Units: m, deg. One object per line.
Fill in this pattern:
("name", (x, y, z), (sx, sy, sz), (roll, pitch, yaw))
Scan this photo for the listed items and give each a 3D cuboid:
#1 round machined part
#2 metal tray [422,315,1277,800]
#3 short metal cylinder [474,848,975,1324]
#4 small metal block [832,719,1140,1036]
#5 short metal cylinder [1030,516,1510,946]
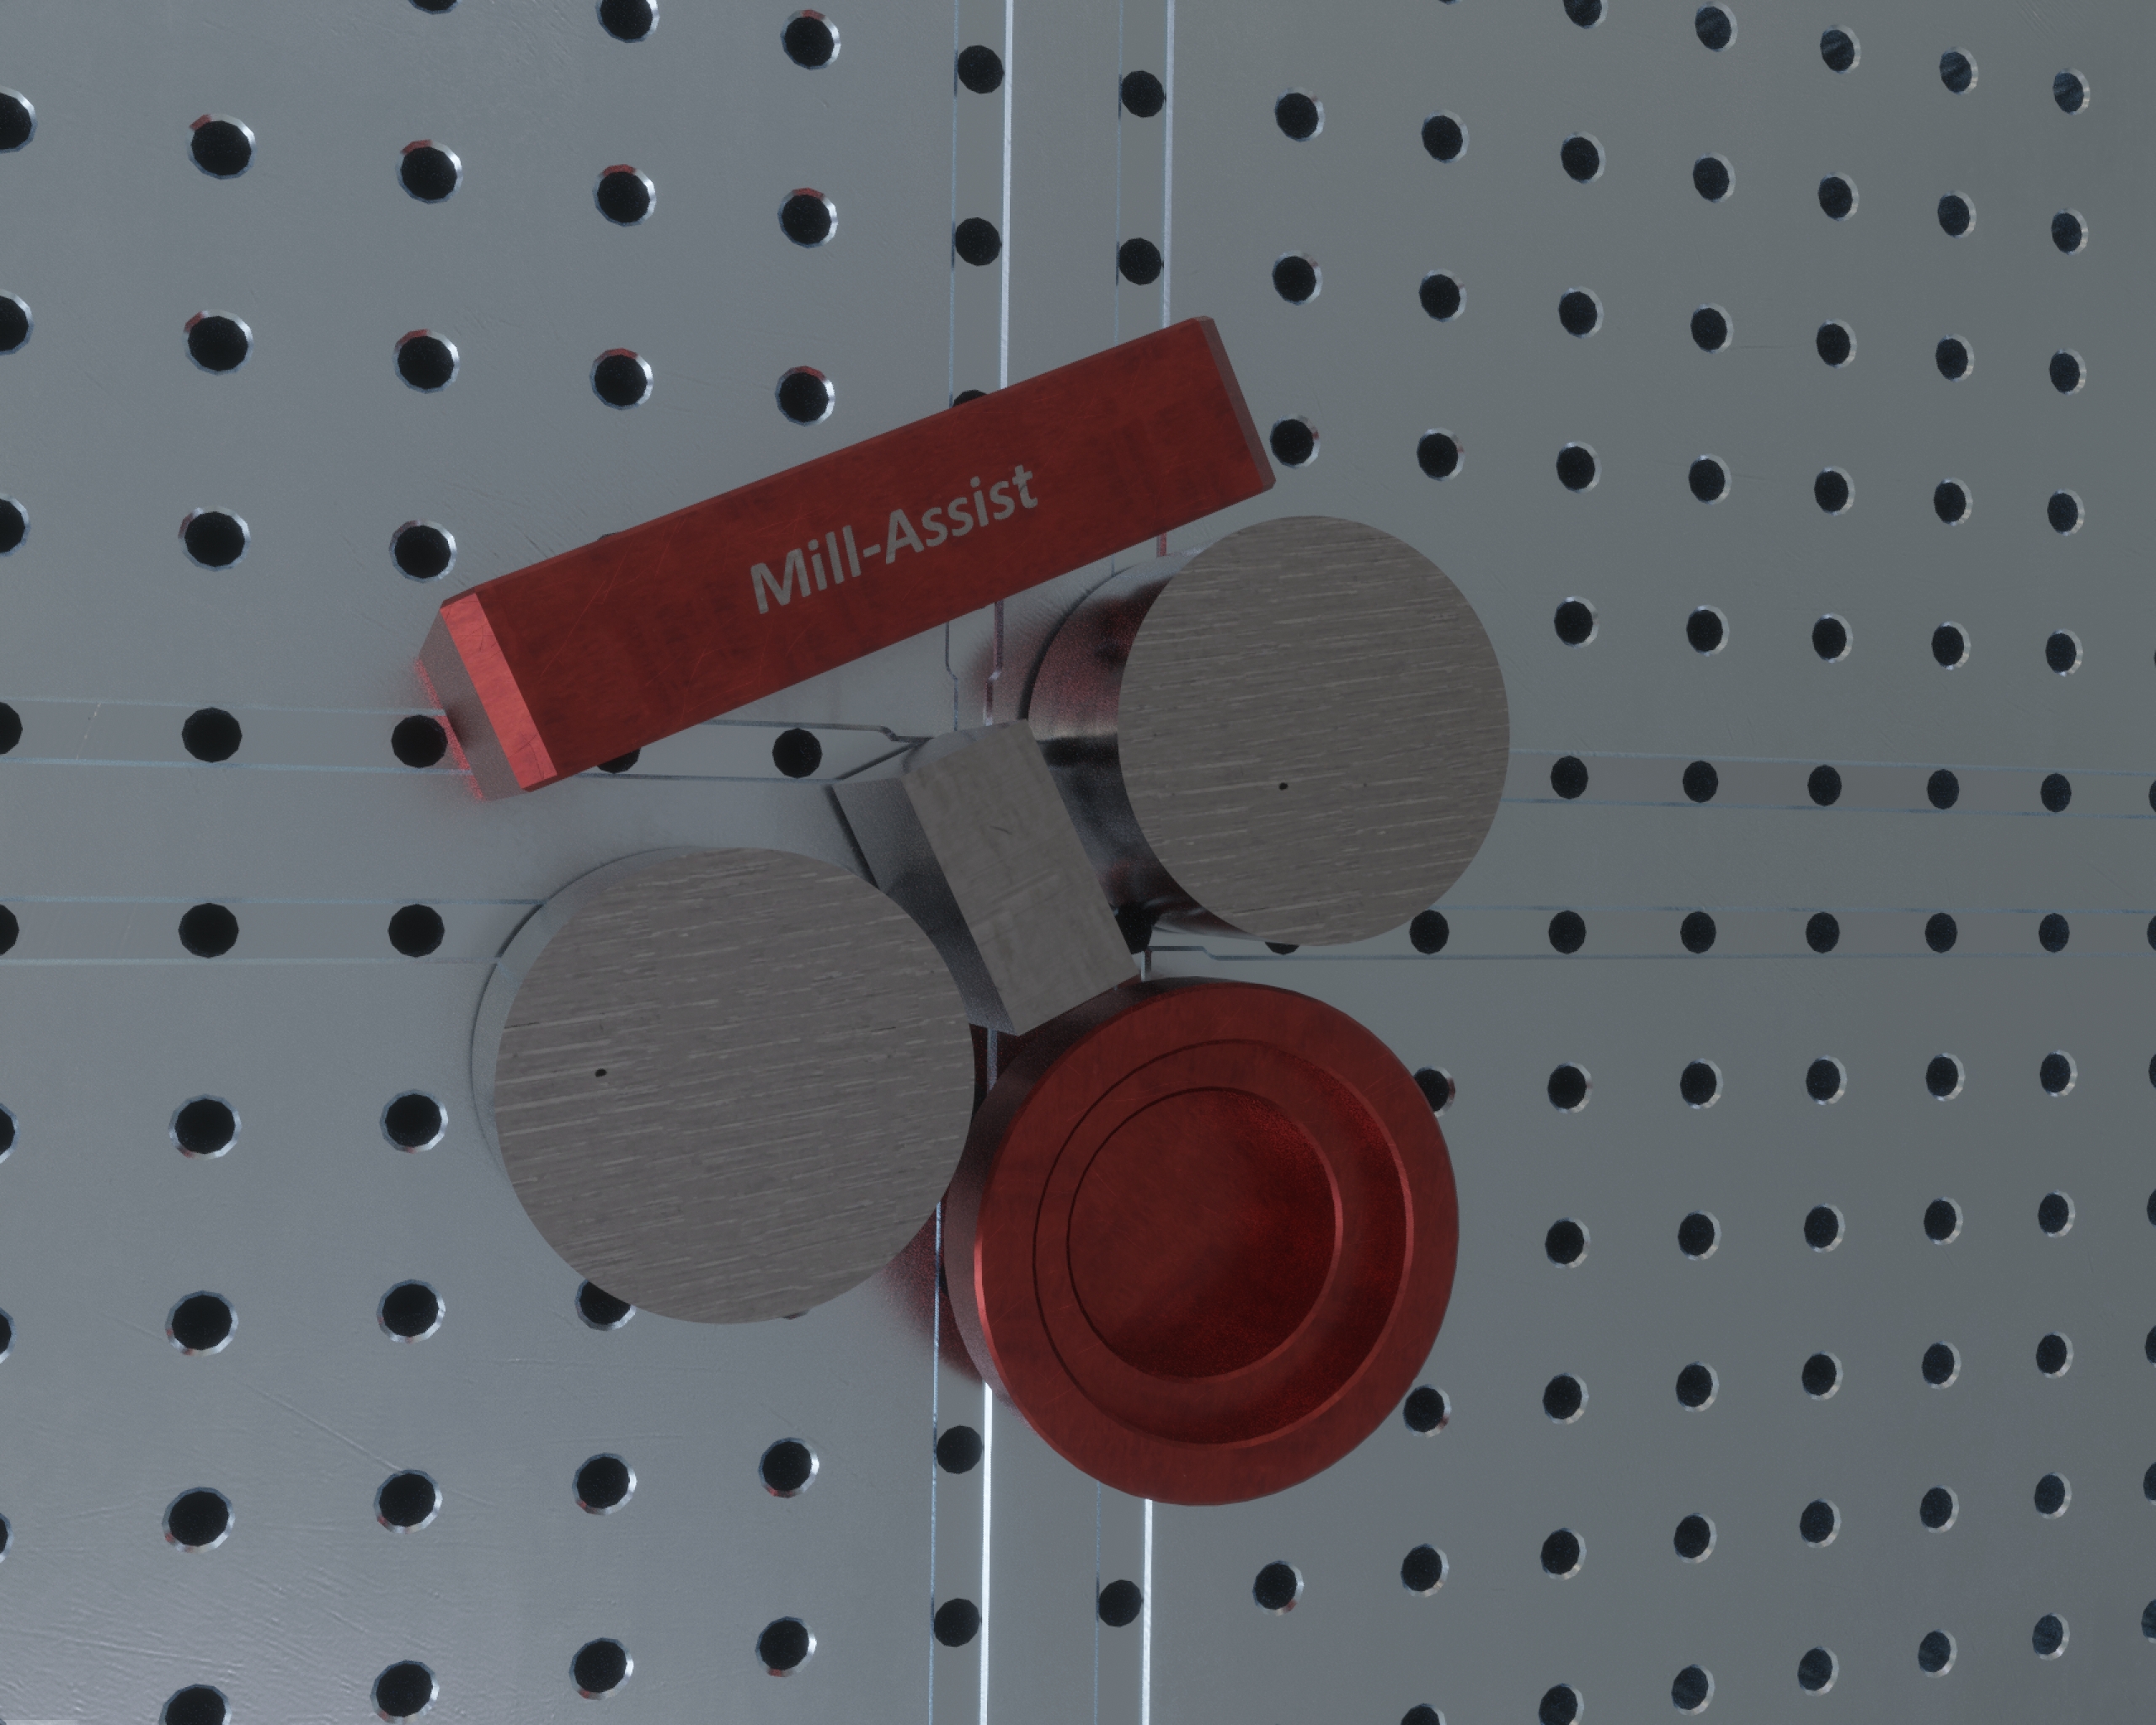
("round machined part", (0.021, 0.071, 0.407), (0.099, 0.042, 0.097), (0, 90, -20))
("metal tray", (-0.043, -0.050, 0.358), (0.131, 0.090, 0.030), (-25, 99, -18))
("short metal cylinder", (-0.064, 0.037, 0.372), (0.081, 0.050, 0.079), (0, 90, -20))
("small metal block", (-0.018, 0.002, 0.388), (0.025, 0.050, 0.050), (-27, 99, -18))
("short metal cylinder", (0.036, -0.024, 0.409), (0.081, 0.050, 0.079), (0, 90, -20))
